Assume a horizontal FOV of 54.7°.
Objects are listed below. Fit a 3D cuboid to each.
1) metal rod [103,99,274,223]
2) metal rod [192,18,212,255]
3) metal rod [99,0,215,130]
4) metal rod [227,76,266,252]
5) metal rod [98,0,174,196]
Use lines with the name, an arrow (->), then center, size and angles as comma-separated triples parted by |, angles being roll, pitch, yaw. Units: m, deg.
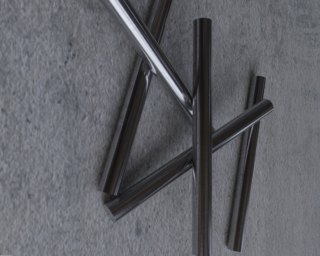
metal rod -> 0.057, 0.032, 0.428 | 0.302, 0.025, 0.025 | -30, 110, -28
metal rod -> 0.054, 0.008, 0.398 | 0.025, 0.025, 0.298 | 4, 85, -40
metal rod -> 0.000, -0.075, 0.372 | 0.300, 0.025, 0.025 | 49, 60, -41
metal rod -> 0.150, 0.056, 0.533 | 0.025, 0.025, 0.299 | 18, 79, -39
metal rod -> -0.022, -0.066, 0.387 | 0.025, 0.025, 0.299 | 25, 74, -38
